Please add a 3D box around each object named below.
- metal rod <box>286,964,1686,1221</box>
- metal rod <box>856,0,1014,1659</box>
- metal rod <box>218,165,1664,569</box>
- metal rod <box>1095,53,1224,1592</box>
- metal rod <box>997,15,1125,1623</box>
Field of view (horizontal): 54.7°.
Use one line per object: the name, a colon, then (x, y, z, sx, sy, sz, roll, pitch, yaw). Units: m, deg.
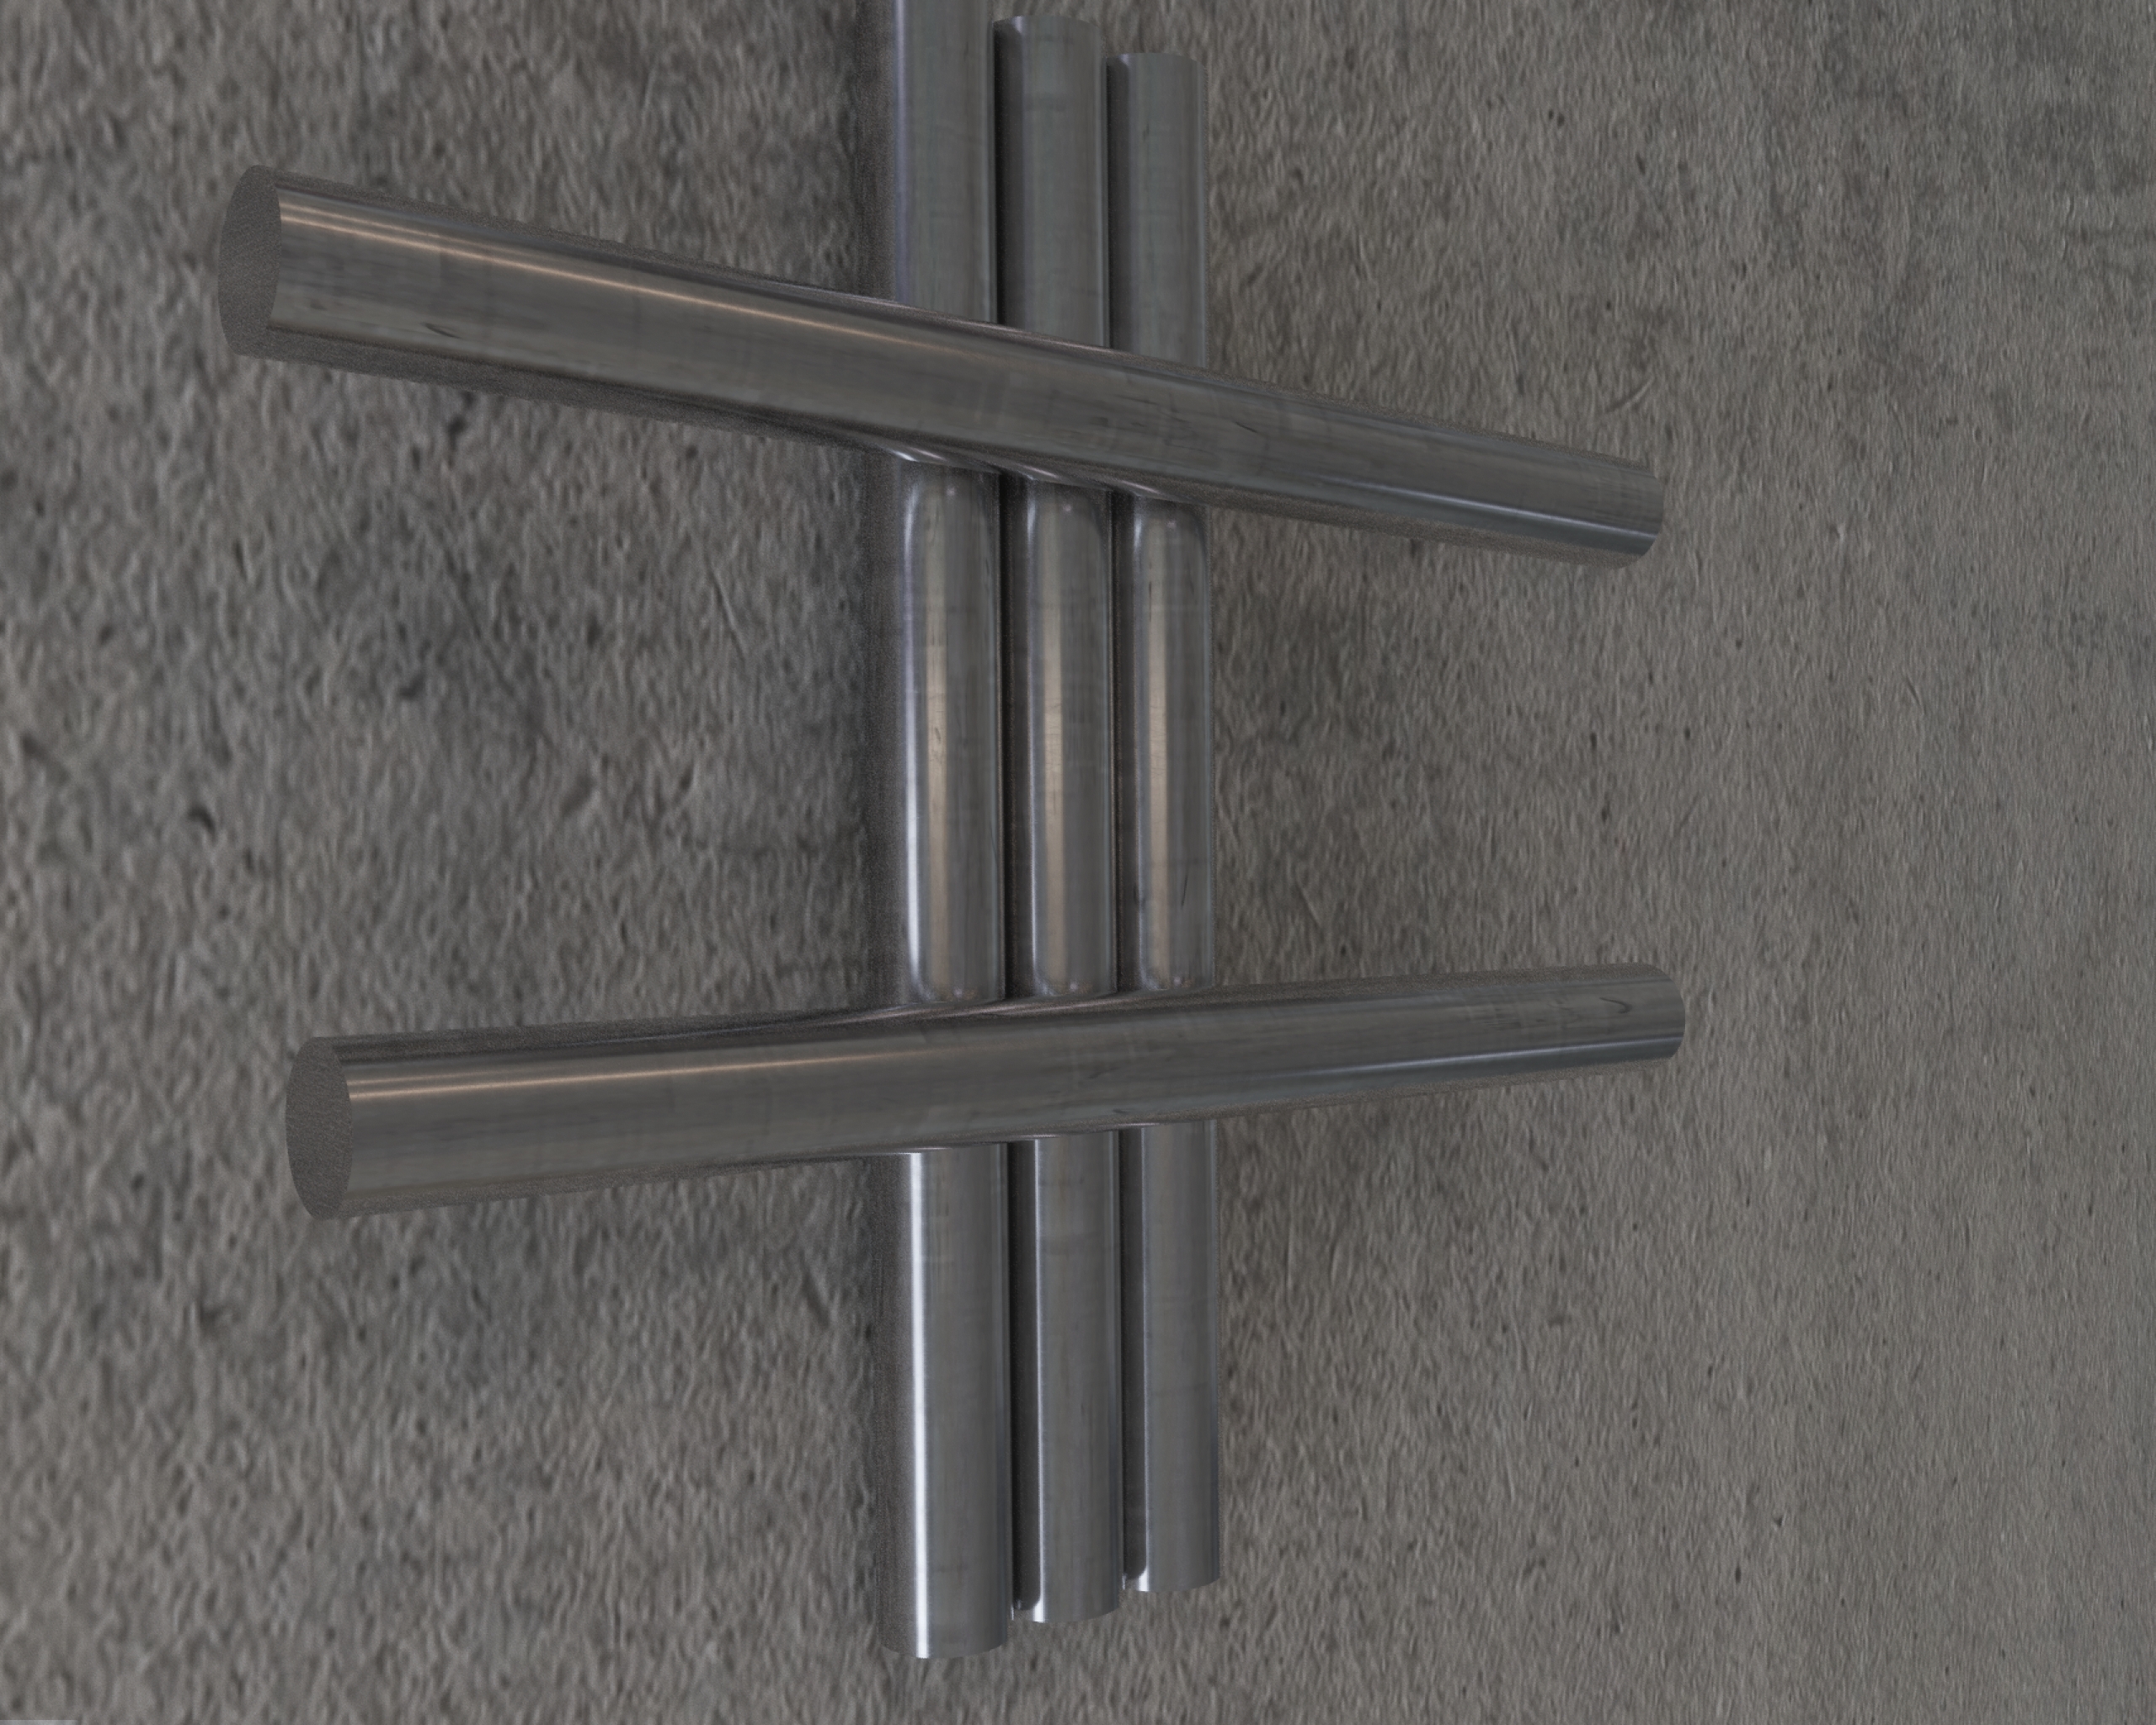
metal rod: (0.013, 0.036, 0.381, 0.302, 0.025, 0.025, 0, 90, -40)
metal rod: (-0.026, -0.008, 0.382, 0.025, 0.025, 0.298, -1, 91, -40)
metal rod: (0.006, -0.079, 0.374, 0.302, 0.025, 0.025, 0, 90, -40)
metal rod: (0.015, -0.007, 0.416, 0.025, 0.025, 0.298, -1, 91, -40)
metal rod: (-0.005, -0.008, 0.399, 0.025, 0.025, 0.298, -1, 91, -40)
